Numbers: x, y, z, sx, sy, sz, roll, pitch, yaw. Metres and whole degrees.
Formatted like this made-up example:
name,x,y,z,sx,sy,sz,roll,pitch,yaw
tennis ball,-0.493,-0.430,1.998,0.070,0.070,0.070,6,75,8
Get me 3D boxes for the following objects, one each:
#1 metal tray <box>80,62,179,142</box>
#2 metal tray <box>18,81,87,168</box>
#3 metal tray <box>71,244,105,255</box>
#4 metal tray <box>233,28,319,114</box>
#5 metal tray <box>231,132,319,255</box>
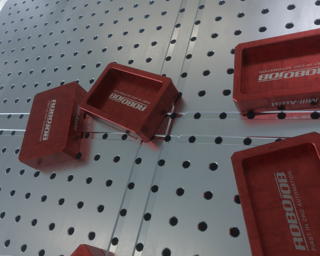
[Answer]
name,x,y,z,sx,sy,sz,roll,pitch,yaw
metal tray,-0.048,-0.043,0.457,0.130,0.030,0.090,22,73,36
metal tray,-0.170,-0.007,0.500,0.090,0.030,0.130,-14,56,20
metal tray,-0.071,0.200,0.320,0.090,0.030,0.130,-48,51,-6
metal tray,0.155,-0.068,0.365,0.130,0.030,0.090,-5,59,25
metal tray,0.126,0.075,0.292,0.090,0.030,0.130,-17,55,18
